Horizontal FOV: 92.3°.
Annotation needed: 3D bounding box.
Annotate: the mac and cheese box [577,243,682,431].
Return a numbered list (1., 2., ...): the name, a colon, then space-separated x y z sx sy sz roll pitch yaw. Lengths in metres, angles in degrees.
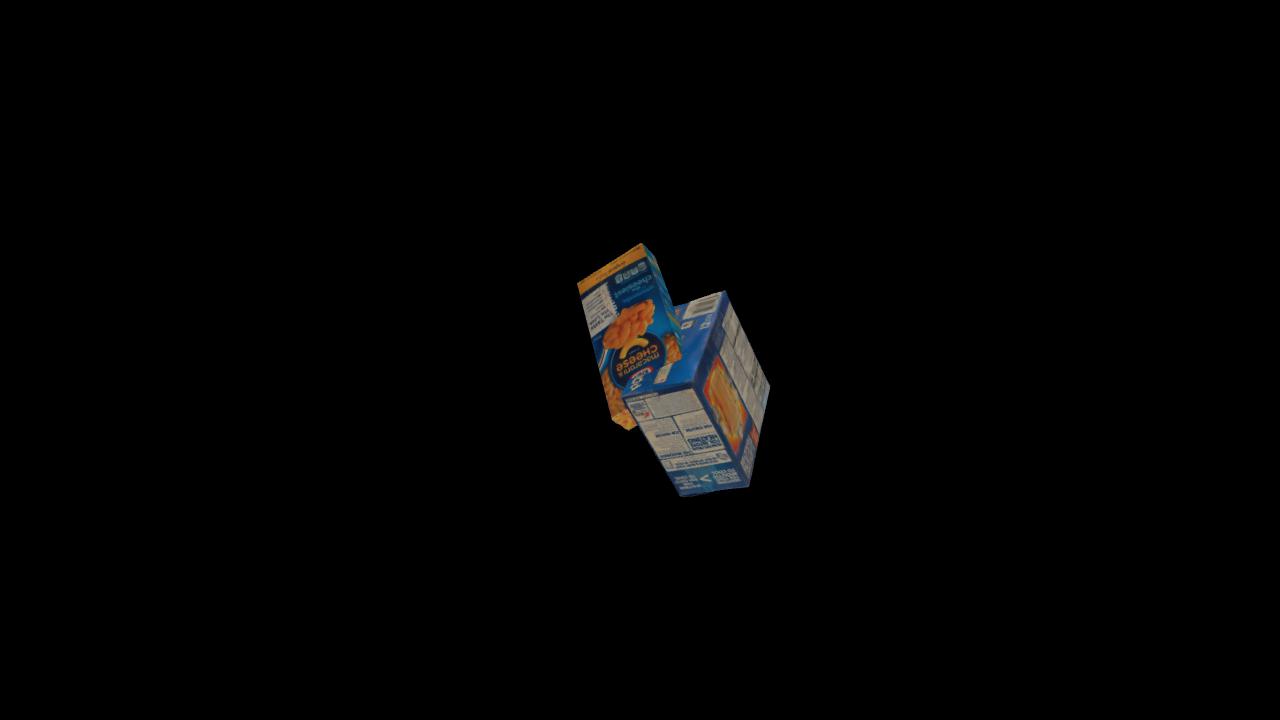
1. mac and cheese box: -0.005 -0.029 0.651 0.093 0.184 0.041 -28 -35 16

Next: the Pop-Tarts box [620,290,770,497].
1. Pop-Tarts box: 0.068 0.034 0.659 0.083 0.141 0.167 -15 30 30
